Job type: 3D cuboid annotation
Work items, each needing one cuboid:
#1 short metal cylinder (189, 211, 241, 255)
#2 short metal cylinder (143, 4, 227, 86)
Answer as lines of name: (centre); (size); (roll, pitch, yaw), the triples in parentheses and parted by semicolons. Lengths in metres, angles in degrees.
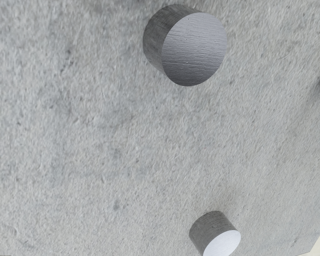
short metal cylinder: (0.101, 0.201, 0.573); (0.081, 0.050, 0.079); (-14, 125, -21)
short metal cylinder: (0.027, -0.093, 0.349); (0.081, 0.050, 0.079); (-14, 125, -21)
